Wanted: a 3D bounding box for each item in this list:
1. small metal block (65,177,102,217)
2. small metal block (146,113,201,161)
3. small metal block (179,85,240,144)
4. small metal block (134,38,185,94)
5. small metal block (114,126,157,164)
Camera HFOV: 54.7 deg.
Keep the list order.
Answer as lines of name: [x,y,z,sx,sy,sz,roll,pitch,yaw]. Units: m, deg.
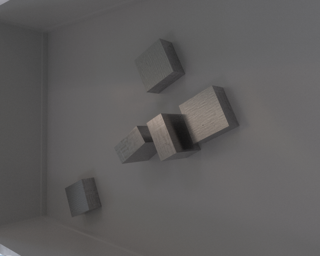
small metal block: [-0.128,0.115,0.513,0.050,0.025,0.050,-30,71,36]
small metal block: [0.017,0.011,0.376,0.025,0.050,0.050,-34,69,35]
small metal block: [0.056,-0.015,0.360,0.050,0.025,0.050,-31,71,35]
small metal block: [-0.001,-0.080,0.408,0.050,0.025,0.050,-33,70,35]
small metal block: [-0.023,0.022,0.410,0.050,0.050,0.025,-43,64,32]
